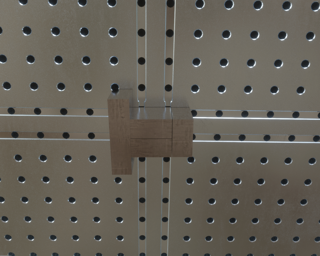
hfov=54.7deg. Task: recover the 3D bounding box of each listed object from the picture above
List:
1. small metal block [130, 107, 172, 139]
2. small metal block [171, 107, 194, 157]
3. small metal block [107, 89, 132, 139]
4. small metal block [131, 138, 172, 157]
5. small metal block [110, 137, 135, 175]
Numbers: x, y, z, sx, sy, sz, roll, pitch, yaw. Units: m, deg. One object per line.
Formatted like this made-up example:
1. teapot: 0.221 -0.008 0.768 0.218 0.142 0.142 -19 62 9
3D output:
1. small metal block: -0.011 -0.007 0.396 0.050 0.050 0.025 0 110 -1
2. small metal block: 0.028 0.004 0.401 0.025 0.050 0.050 0 110 0
3. small metal block: -0.049 -0.019 0.392 0.025 0.050 0.050 0 110 0
4. small metal block: -0.011 0.016 0.405 0.050 0.050 0.025 0 110 -1
5. small metal block: -0.049 0.028 0.409 0.025 0.050 0.050 0 110 0
